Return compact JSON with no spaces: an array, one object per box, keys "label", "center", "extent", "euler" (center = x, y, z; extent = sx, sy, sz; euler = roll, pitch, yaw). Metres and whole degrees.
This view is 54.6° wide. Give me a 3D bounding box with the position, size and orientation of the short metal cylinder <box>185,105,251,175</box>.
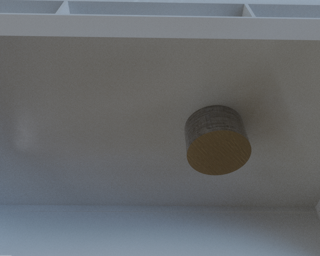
[{"label":"short metal cylinder","center":[0.074,0.017,0.407],"extent":[0.080,0.050,0.080],"euler":[0,130,0]}]
